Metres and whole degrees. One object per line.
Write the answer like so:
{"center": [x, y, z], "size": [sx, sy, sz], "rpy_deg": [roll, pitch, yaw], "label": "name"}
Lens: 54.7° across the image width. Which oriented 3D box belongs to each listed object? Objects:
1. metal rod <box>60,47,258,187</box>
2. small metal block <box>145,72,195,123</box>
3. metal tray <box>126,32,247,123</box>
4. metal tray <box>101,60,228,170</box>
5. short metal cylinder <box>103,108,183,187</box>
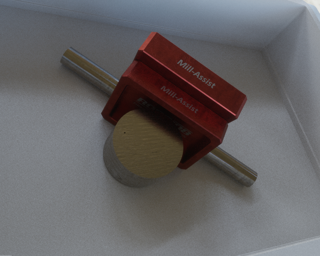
{"center": [0.003, -0.011, 0.415], "size": [0.301, 0.025, 0.025], "rpy_deg": [34, 51, -6], "label": "metal rod"}
{"center": [0.015, -0.043, 0.440], "size": [0.050, 0.025, 0.050], "rpy_deg": [35, 51, -5], "label": "small metal block"}
{"center": [0.026, -0.047, 0.374], "size": [0.130, 0.090, 0.030], "rpy_deg": [34, 68, -7], "label": "metal tray"}
{"center": [0.003, -0.010, 0.371], "size": [0.130, 0.090, 0.030], "rpy_deg": [34, 51, -7], "label": "metal tray"}
{"center": [-0.020, 0.024, 0.356], "size": [0.081, 0.050, 0.080], "rpy_deg": [9, 66, -19], "label": "short metal cylinder"}
